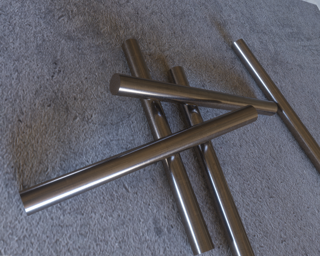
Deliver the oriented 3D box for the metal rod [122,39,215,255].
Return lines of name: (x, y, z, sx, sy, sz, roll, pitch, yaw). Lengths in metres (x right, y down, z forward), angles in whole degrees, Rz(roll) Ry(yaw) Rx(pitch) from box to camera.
metal rod: (0.003, 0.008, 0.401, 0.025, 0.025, 0.299, -6, 65, -31)

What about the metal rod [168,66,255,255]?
metal rod: (0.065, 0.045, 0.413, 0.025, 0.025, 0.299, -4, 64, -30)

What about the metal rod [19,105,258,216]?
metal rod: (-0.002, 0.026, 0.359, 0.302, 0.025, 0.025, -20, 72, -27)

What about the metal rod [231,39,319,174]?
metal rod: (0.217, -0.034, 0.543, 0.025, 0.025, 0.299, -19, 72, -36)

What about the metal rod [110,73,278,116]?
metal rod: (0.070, -0.041, 0.438, 0.302, 0.025, 0.025, 4, 60, -37)
